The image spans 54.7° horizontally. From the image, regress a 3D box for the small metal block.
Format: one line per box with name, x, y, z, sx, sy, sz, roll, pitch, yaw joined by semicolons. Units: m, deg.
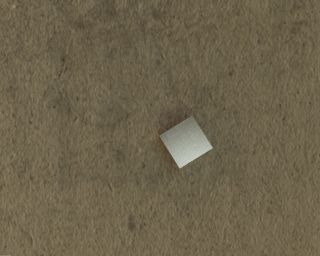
small metal block;0.033;0.018;0.410;0.050;0.025;0.050;-32;90;-1
